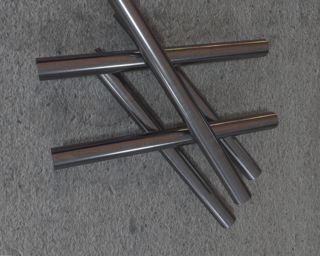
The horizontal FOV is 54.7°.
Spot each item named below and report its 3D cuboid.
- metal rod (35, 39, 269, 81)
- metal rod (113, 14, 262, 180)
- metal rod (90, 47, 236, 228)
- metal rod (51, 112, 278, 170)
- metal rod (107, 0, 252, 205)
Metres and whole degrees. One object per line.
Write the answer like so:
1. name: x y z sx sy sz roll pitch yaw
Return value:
1. metal rod: 0.007 -0.089 0.387 0.303 0.025 0.025 -10 94 -20
2. metal rod: 0.046 -0.040 0.428 0.025 0.025 0.300 -45 104 -15
3. metal rod: 0.007 0.022 0.413 0.025 0.025 0.300 -43 104 -15
4. metal rod: 0.022 0.011 0.393 0.303 0.025 0.025 -9 93 -20
5. metal rod: 0.027 -0.032 0.368 0.025 0.025 0.299 -37 102 -17
